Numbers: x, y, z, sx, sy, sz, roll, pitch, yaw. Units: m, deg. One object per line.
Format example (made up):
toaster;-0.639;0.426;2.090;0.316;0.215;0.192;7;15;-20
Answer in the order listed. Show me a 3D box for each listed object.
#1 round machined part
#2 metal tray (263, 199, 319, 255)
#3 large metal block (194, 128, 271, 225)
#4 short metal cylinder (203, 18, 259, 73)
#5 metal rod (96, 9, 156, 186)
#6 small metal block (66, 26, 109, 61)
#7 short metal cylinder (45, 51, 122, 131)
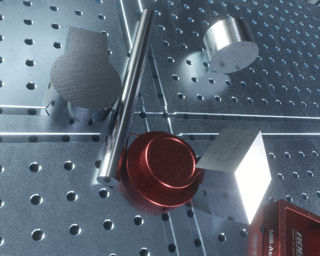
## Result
round machined part;0.007;0.046;0.373;0.099;0.042;0.098;14;56;-21
metal tray;0.179;0.169;0.397;0.090;0.030;0.130;25;53;-13
large metal block;0.094;0.057;0.383;0.080;0.050;0.080;-46;126;-39
short metal cylinder;0.118;-0.137;0.520;0.081;0.080;0.050;3;61;-27
metal rod;-0.038;-0.063;0.426;0.025;0.025;0.300;21;54;-16
small metal block;-0.099;-0.105;0.419;0.050;0.025;0.050;6;59;-25
short metal cylinder;-0.092;-0.043;0.369;0.081;0.050;0.080;14;56;-21
